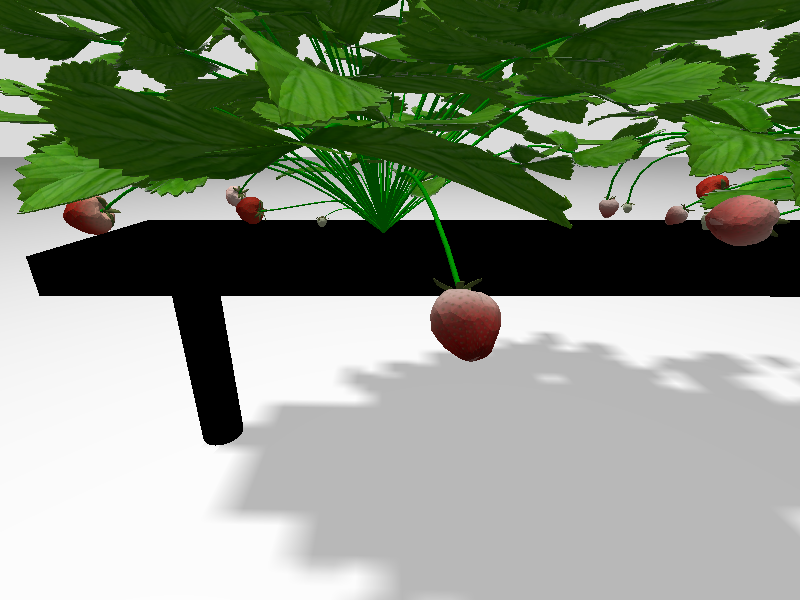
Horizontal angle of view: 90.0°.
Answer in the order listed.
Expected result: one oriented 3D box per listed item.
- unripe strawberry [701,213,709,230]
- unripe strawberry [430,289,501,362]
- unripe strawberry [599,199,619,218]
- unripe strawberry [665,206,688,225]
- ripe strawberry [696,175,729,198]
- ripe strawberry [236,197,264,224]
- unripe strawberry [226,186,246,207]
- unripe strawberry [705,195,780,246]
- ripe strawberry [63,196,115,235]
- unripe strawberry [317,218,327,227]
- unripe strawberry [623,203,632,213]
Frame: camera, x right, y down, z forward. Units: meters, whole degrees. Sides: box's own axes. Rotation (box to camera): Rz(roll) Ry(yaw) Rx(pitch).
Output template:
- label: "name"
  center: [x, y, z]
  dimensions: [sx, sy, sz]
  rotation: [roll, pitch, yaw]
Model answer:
- label: "unripe strawberry"
  center: [0.279, -0.070, 0.362]
  dimensions: [0.013, 0.015, 0.015]
  rotation: [17, 22, -1]
- label: "unripe strawberry"
  center: [0.024, 0.009, 0.143]
  dimensions: [0.026, 0.026, 0.023]
  rotation: [-4, -28, -9]
- label: "unripe strawberry"
  center: [0.223, -0.098, 0.428]
  dimensions: [0.019, 0.020, 0.018]
  rotation: [8, 23, 20]
- label: "unripe strawberry"
  center: [0.263, -0.080, 0.383]
  dimensions: [0.019, 0.019, 0.018]
  rotation: [-42, 7, 23]
- label: "ripe strawberry"
  center: [0.401, -0.143, 0.516]
  dimensions: [0.032, 0.036, 0.034]
  rotation: [-4, 21, -10]
- label: "ripe strawberry"
  center: [-0.147, -0.087, 0.390]
  dimensions: [0.027, 0.026, 0.025]
  rotation: [7, 22, 18]
- label: "unripe strawberry"
  center: [-0.202, -0.126, 0.491]
  dimensions: [0.027, 0.026, 0.024]
  rotation: [-14, 6, 43]
- label: "unripe strawberry"
  center: [0.249, -0.058, 0.295]
  dimensions: [0.038, 0.037, 0.042]
  rotation: [-6, 22, -15]
- label: "ripe strawberry"
  center: [-0.266, -0.072, 0.341]
  dimensions: [0.036, 0.035, 0.034]
  rotation: [-13, 21, 3]
- label: "unripe strawberry"
  center: [-0.075, -0.075, 0.384]
  dimensions: [0.010, 0.010, 0.009]
  rotation: [12, 24, 28]
- label: "unripe strawberry"
  center: [0.255, -0.103, 0.449]
  dimensions: [0.010, 0.011, 0.011]
  rotation: [12, 24, 28]
